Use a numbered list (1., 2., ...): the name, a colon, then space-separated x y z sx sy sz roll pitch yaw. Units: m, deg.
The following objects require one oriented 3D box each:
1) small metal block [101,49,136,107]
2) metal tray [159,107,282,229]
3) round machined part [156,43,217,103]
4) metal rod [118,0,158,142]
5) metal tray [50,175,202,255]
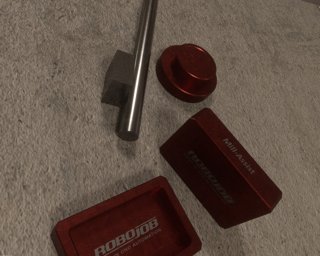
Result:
1. small metal block: -0.054 -0.063 0.398 0.025 0.050 0.050 16 55 -20
2. metal tray: 0.066 0.051 0.368 0.030 0.090 0.130 -34 81 -38
3. round machined part: 0.047 -0.090 0.475 0.099 0.042 0.098 14 56 -21
4. metal rod: -0.026 -0.114 0.460 0.025 0.025 0.300 18 54 -18
5. metal tray: -0.030 0.114 0.315 0.131 0.030 0.090 -19 72 -36
